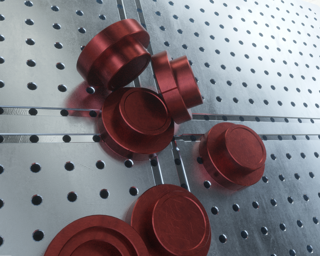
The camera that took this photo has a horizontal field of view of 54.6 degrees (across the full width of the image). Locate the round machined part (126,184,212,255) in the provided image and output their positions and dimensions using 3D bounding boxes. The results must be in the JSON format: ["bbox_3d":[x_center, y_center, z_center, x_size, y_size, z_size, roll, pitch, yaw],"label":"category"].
[{"bbox_3d":[0.015,0.107,0.339,0.099,0.042,0.098,13,56,-21],"label":"round machined part"}]

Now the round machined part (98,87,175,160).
[{"bbox_3d":[-0.025,-0.012,0.391,0.099,0.042,0.098,13,56,-21],"label":"round machined part"}]

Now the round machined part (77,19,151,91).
[{"bbox_3d":[-0.050,-0.084,0.385,0.099,0.098,0.042,-34,81,-38],"label":"round machined part"}]

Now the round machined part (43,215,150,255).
[{"bbox_3d":[-0.061,0.133,0.283,0.099,0.042,0.098,13,56,-21],"label":"round machined part"}]

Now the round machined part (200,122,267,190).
[{"bbox_3d":[0.108,0.034,0.434,0.099,0.042,0.098,13,56,-21],"label":"round machined part"}]

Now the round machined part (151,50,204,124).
[{"bbox_3d":[0.027,-0.057,0.409,0.042,0.098,0.098,-20,66,10],"label":"round machined part"}]
